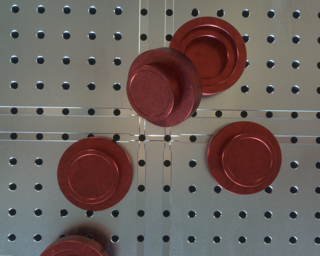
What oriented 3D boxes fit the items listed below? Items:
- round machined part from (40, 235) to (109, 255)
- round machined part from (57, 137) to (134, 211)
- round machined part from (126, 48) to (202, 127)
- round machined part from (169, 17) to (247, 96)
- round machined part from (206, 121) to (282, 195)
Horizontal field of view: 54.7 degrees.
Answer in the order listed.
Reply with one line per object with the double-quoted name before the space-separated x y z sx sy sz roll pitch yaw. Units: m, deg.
"round machined part" -0.110 0.188 0.404 0.099 0.042 0.097 0 90 -1
"round machined part" -0.085 0.060 0.404 0.099 0.042 0.097 0 90 -1
"round machined part" -0.002 -0.046 0.379 0.098 0.042 0.097 14 117 30
"round machined part" 0.059 -0.090 0.406 0.099 0.042 0.097 0 90 -1
"round machined part" 0.112 0.040 0.406 0.099 0.042 0.097 0 90 -1
